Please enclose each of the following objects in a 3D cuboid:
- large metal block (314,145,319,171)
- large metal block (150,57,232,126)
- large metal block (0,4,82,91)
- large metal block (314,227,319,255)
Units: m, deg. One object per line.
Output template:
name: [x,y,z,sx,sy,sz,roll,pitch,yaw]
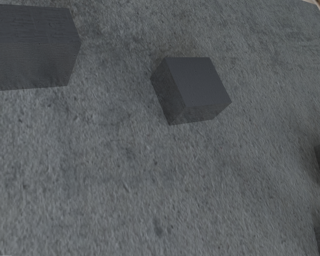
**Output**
large metal block: [0.319,0.066,0.522,0.081,0.050,0.080,15,56,-20]
large metal block: [0.043,-0.054,0.446,0.081,0.050,0.080,-8,66,-32]
large metal block: [-0.143,-0.087,0.345,0.081,0.080,0.050,-10,67,-33]
large metal block: [0.278,0.159,0.424,0.081,0.080,0.050,16,56,-20]
